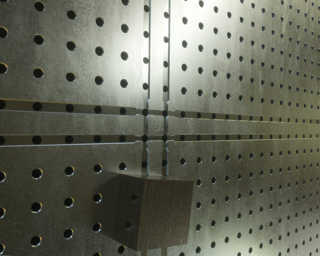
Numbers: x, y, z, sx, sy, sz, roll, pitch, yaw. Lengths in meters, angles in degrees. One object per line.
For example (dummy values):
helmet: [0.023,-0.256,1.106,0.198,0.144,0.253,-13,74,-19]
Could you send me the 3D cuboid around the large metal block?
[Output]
large metal block: [-0.007,0.102,0.389,0.081,0.050,0.080,11,83,-40]
